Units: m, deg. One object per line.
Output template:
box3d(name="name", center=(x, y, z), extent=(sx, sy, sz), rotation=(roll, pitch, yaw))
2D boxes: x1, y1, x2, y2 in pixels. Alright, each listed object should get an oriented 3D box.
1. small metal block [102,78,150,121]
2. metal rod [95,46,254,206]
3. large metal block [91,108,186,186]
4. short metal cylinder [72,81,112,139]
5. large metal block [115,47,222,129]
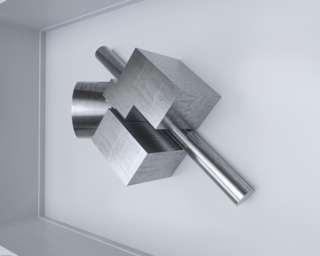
box3d(name="small metal block", center=(-0.034, -0.034, 0.385), extent=(0.050, 0.050, 0.025), rotation=(48, 119, 29))
box3d(name="metal rod", center=(0.001, -0.020, 0.403), extent=(0.300, 0.025, 0.025), rotation=(47, 118, 29))
box3d(name="large metal block", center=(-0.024, 0.021, 0.388), extent=(0.080, 0.081, 0.050), rotation=(47, 118, 29))
box3d(name="short metal cylinder", center=(-0.086, -0.025, 0.430), extent=(0.050, 0.080, 0.079), rotation=(1, 91, 0))
box3d(name="large metal block", center=(0.010, -0.044, 0.360), extent=(0.080, 0.081, 0.050), rotation=(48, 118, 29))
